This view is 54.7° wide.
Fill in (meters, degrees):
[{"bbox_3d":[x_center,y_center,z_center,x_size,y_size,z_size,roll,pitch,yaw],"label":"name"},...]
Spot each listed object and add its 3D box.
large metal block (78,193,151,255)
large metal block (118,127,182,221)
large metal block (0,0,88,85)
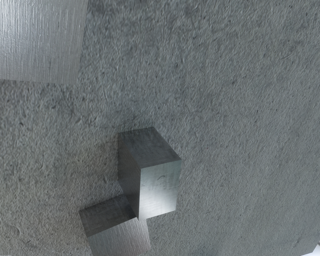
[{"bbox_3d":[-0.064,0.148,0.448,0.081,0.050,0.079,-19,126,-18],"label":"large metal block"},{"bbox_3d":[-0.017,0.055,0.396,0.050,0.080,0.079,-10,123,-23],"label":"large metal block"},{"bbox_3d":[-0.115,-0.088,0.274,0.081,0.050,0.079,1,118,-29],"label":"large metal block"}]
